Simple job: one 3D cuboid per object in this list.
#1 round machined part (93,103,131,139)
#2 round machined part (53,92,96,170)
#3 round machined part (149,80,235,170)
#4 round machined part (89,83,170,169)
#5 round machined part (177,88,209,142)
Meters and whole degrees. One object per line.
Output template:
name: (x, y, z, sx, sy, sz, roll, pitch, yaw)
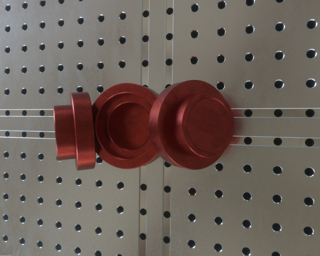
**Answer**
round machined part: (-0.059, -0.003, 0.423, 0.098, 0.042, 0.097, 0, 90, 19)
round machined part: (-0.108, 0.004, 0.386, 0.042, 0.098, 0.097, -5, 88, -18)
round machined part: (0.041, -0.003, 0.334, 0.042, 0.099, 0.097, 0, 90, 60)
round machined part: (-0.032, -0.002, 0.368, 0.098, 0.042, 0.097, 0, 90, 19)
round machined part: (0.034, -0.003, 0.391, 0.098, 0.042, 0.097, 0, 90, 19)
